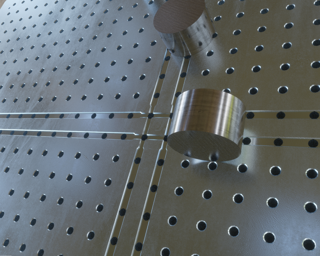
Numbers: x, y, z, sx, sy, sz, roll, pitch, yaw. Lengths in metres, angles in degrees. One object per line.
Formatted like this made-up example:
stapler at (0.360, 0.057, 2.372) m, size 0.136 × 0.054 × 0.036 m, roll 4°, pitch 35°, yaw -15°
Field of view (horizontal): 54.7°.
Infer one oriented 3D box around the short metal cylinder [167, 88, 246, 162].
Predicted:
short metal cylinder at (0.052, -0.001, 0.346) m, size 0.080 × 0.080 × 0.050 m, roll 0°, pitch 62°, yaw 28°

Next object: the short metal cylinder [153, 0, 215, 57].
short metal cylinder at (0.037, -0.156, 0.468) m, size 0.080 × 0.050 × 0.080 m, roll -13°, pitch 56°, yaw 21°
